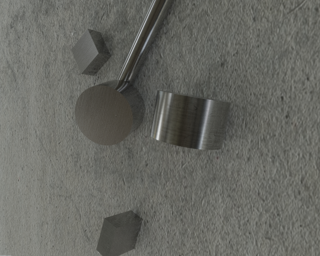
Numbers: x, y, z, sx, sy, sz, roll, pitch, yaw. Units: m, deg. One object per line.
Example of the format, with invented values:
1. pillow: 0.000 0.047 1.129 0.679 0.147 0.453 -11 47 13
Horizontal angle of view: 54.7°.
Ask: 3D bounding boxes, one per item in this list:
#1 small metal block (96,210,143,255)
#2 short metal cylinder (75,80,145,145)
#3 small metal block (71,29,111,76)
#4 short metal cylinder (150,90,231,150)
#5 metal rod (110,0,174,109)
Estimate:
1. small metal block: -0.056 0.148 0.433 0.025 0.050 0.050 26 106 37
2. short metal cylinder: -0.066 -0.022 0.420 0.080 0.050 0.079 4 107 14
3. small metal block: -0.110 -0.120 0.493 0.050 0.025 0.050 -39 67 33
4. short metal cylinder: 0.033 -0.010 0.341 0.080 0.081 0.050 16 100 38
5. metal rod: -0.010 -0.139 0.411 0.025 0.025 0.298 43 115 31
